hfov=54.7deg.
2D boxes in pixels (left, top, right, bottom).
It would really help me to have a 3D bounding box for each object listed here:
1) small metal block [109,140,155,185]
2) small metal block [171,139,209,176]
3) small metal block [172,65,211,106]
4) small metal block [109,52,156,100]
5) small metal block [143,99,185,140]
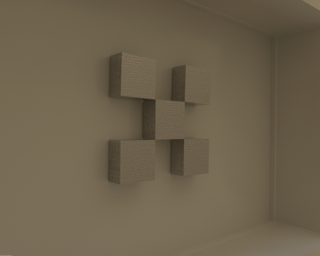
[{"bbox_3d":[-0.034,0.039,0.376,0.050,0.025,0.050,1,90,-40],"label":"small metal block"},{"bbox_3d":[0.043,0.040,0.440,0.050,0.025,0.050,2,89,-40],"label":"small metal block"},{"bbox_3d":[0.045,-0.059,0.441,0.050,0.025,0.050,3,88,-40],"label":"small metal block"},{"bbox_3d":[-0.033,-0.061,0.376,0.050,0.025,0.050,2,89,-40],"label":"small metal block"},{"bbox_3d":[0.006,-0.010,0.408,0.050,0.025,0.050,1,90,-40],"label":"small metal block"}]
